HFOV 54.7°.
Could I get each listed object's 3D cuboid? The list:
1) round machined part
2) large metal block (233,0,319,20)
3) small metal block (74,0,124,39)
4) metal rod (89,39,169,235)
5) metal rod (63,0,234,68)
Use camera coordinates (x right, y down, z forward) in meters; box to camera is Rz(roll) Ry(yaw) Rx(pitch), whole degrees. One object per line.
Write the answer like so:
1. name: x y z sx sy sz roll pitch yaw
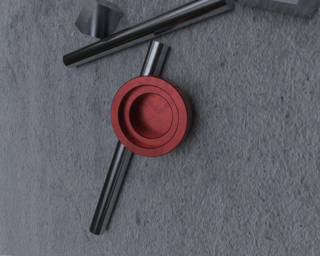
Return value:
1. round machined part: -0.008 -0.016 0.384 0.098 0.042 0.097 4 101 19
2. large metal block: 0.115 -0.156 0.293 0.080 0.050 0.079 30 108 35
3. small metal block: -0.090 -0.163 0.460 0.050 0.050 0.025 -52 60 27
4. metal rod: -0.049 0.024 0.442 0.025 0.025 0.298 31 109 35
5. metal rod: -0.040 -0.129 0.435 0.300 0.025 0.025 -7 86 39
